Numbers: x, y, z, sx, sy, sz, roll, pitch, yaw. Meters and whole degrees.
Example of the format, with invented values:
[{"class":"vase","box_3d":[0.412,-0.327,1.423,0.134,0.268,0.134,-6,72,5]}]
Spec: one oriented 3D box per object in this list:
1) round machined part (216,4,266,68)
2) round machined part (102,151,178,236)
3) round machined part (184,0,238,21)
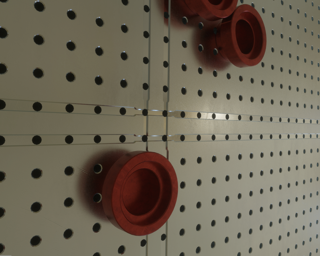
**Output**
[{"class":"round machined part","box_3d":[0.130,-0.148,0.510,0.099,0.042,0.097,0,90,-40]},{"class":"round machined part","box_3d":[-0.028,0.076,0.377,0.099,0.042,0.097,0,90,-40]},{"class":"round machined part","box_3d":[0.070,-0.208,0.459,0.099,0.042,0.097,0,90,-40]}]
